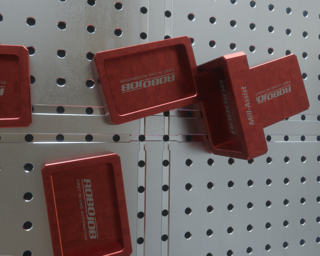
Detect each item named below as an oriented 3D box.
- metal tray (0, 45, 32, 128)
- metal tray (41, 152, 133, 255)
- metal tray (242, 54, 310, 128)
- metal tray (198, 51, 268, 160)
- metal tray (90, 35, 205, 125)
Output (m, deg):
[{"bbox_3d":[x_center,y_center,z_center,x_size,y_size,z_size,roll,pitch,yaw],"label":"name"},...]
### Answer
[{"bbox_3d":[-0.210,-0.043,0.332,0.131,0.030,0.089,-3,91,-21],"label":"metal tray"},{"bbox_3d":[-0.088,0.100,0.378,0.091,0.030,0.129,-8,93,-20],"label":"metal tray"},{"bbox_3d":[0.159,-0.052,0.471,0.131,0.030,0.090,-21,97,-19],"label":"metal tray"},{"bbox_3d":[0.089,-0.027,0.412,0.030,0.090,0.129,-17,96,-19],"label":"metal tray"},{"bbox_3d":[-0.014,-0.063,0.405,0.131,0.030,0.089,-17,96,-20],"label":"metal tray"}]
